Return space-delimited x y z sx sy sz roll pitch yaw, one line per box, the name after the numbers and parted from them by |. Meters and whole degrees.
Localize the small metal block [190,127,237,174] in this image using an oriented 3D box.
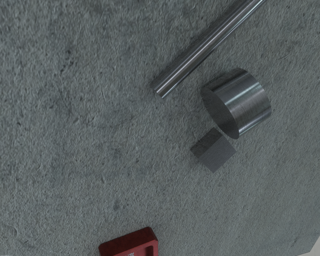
0.082 0.035 0.476 0.050 0.025 0.050 -44 130 2 | small metal block

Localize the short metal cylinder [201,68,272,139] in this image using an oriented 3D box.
0.098 -0.032 0.407 0.050 0.080 0.080 -33 129 -7 | short metal cylinder

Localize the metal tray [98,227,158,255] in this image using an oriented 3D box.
-0.050 0.234 0.523 0.091 0.030 0.129 -14 125 -21 | metal tray

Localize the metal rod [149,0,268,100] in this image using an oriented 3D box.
0.104 -0.147 0.374 0.300 0.025 0.025 -43 130 2 | metal rod
